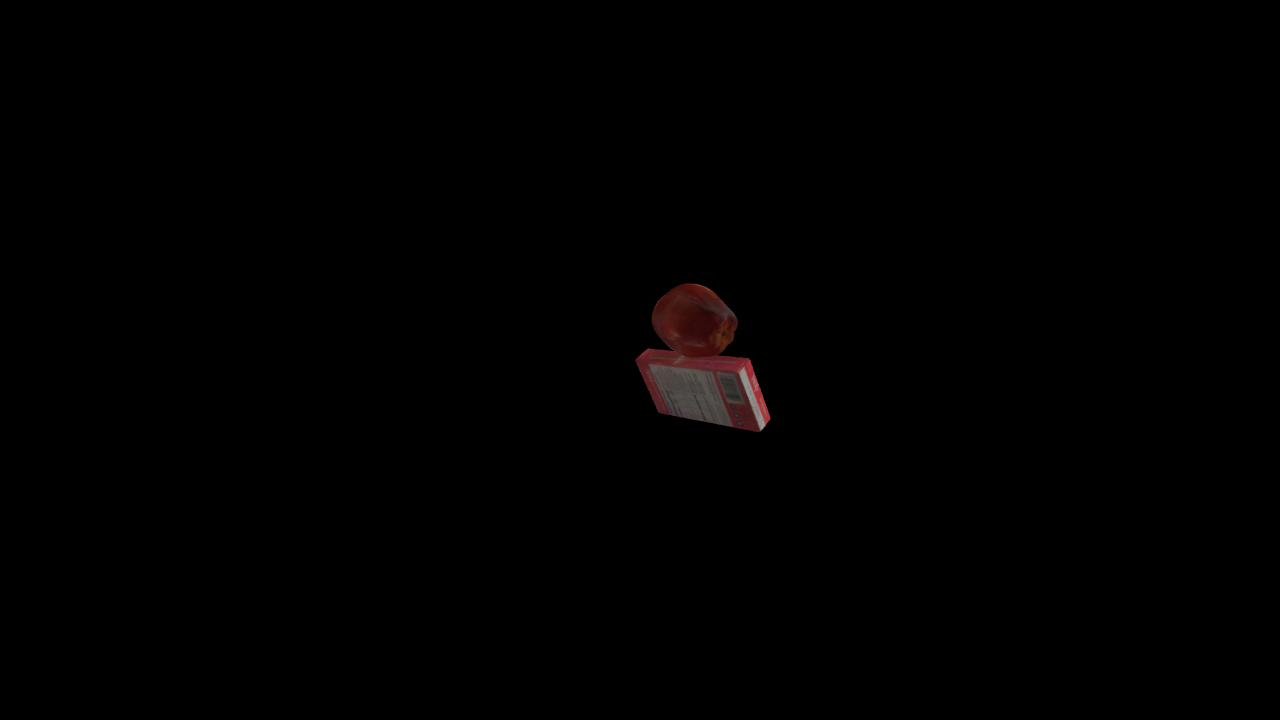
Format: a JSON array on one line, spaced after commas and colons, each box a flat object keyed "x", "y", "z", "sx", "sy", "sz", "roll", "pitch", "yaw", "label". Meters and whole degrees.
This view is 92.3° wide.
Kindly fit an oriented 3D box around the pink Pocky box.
[{"x": 0.069, "y": 0.032, "z": 0.705, "sx": 0.155, "sy": 0.084, "sz": 0.029, "roll": 6, "pitch": 39, "yaw": 45, "label": "pink Pocky box"}]

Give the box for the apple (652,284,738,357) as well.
[{"x": 0.057, "y": -0.042, "z": 0.662, "sx": 0.093, "sy": 0.079, "sz": 0.079, "roll": 32, "pitch": 21, "yaw": 37, "label": "apple"}]
